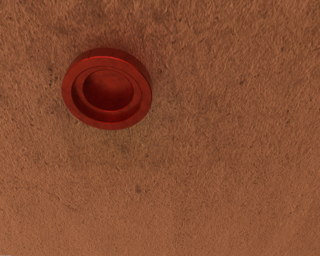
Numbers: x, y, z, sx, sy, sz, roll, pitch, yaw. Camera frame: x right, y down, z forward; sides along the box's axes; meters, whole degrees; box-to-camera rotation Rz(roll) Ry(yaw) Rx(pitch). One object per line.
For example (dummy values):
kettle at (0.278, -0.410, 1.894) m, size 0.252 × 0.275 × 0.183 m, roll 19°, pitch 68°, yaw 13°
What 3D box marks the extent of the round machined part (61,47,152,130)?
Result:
round machined part at (-0.058, -0.048, 0.355) m, size 0.099 × 0.042 × 0.097 m, roll 0°, pitch 130°, yaw 0°
